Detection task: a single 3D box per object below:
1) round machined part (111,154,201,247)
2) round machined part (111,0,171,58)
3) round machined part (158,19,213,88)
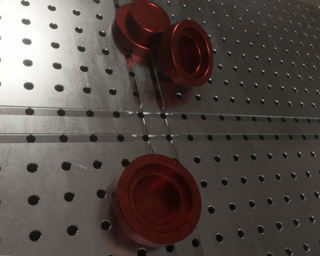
[{"bbox_3d":[-0.007,0.082,0.345,0.099,0.042,0.098,14,56,-21],"label":"round machined part"},{"bbox_3d":[-0.022,-0.161,0.485,0.099,0.042,0.098,14,56,-21],"label":"round machined part"},{"bbox_3d":[0.035,-0.108,0.467,0.099,0.042,0.097,4,84,-46],"label":"round machined part"}]
